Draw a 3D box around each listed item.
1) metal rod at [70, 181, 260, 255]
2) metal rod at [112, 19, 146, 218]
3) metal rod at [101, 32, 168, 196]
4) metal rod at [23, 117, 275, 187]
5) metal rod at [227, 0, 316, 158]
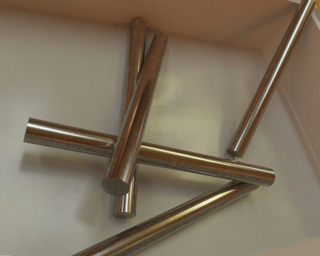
[{"bbox_3d":[0.009,0.106,0.346,0.303,0.025,0.025,-15,70,-34],"label":"metal rod"},{"bbox_3d":[-0.036,-0.034,0.408,0.025,0.025,0.299,15,56,-21],"label":"metal rod"},{"bbox_3d":[-0.019,-0.045,0.381,0.025,0.025,0.300,26,39,-12],"label":"metal rod"},{"bbox_3d":[0.007,0.034,0.356,0.302,0.025,0.025,13,56,-21],"label":"metal rod"},{"bbox_3d":[0.180,-0.088,0.487,0.025,0.025,0.300,33,74,-8],"label":"metal rod"}]
